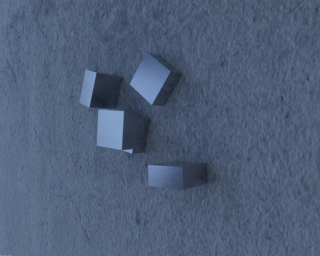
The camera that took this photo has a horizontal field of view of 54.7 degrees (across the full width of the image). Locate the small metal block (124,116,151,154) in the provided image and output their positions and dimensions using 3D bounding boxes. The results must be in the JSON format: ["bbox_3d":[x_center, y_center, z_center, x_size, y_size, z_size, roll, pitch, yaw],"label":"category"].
[{"bbox_3d":[-0.044,0.005,0.439,0.050,0.025,0.050,16,100,38],"label":"small metal block"}]

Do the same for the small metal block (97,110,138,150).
[{"bbox_3d":[-0.058,0.001,0.418,0.050,0.025,0.050,6,94,39],"label":"small metal block"}]

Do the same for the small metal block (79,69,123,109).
[{"bbox_3d":[-0.086,-0.056,0.457,0.025,0.050,0.050,23,104,37],"label":"small metal block"}]

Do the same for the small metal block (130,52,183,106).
[{"bbox_3d":[-0.006,-0.064,0.408,0.050,0.025,0.050,45,117,30],"label":"small metal block"}]

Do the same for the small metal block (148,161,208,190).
[{"bbox_3d":[0.022,0.055,0.369,0.050,0.050,0.025,-2,89,39],"label":"small metal block"}]
